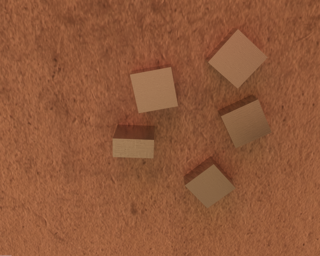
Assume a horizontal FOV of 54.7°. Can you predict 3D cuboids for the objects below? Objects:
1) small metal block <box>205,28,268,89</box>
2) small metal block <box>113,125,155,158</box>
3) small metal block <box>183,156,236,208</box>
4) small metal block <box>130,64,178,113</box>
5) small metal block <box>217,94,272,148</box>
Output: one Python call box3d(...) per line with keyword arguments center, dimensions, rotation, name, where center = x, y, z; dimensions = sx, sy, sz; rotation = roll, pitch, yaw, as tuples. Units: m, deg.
box3d(center=(0.093, -0.085, 0.380), dimensions=(0.050, 0.025, 0.050), rotation=(38, 105, -13), name="small metal block")
box3d(center=(-0.033, 0.016, 0.402), dimensions=(0.050, 0.050, 0.025), rotation=(2, 110, -1), name="small metal block")
box3d(center=(0.070, 0.077, 0.439), dimensions=(0.050, 0.025, 0.050), rotation=(-39, 106, 13), name="small metal block")
box3d(center=(-0.007, -0.050, 0.391), dimensions=(0.050, 0.025, 0.050), rotation=(-10, 110, 3), name="small metal block")
box3d(center=(0.111, -0.009, 0.408), dimensions=(0.050, 0.025, 0.050), rotation=(-25, 109, 8), name="small metal block")
